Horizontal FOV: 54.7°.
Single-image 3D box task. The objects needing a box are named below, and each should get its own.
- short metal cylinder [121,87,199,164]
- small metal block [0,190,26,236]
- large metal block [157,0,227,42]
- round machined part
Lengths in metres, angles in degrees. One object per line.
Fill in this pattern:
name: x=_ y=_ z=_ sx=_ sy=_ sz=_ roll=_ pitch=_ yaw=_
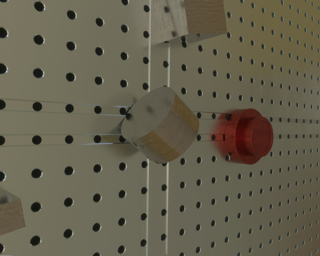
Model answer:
short metal cylinder: x=0.000 y=-0.004 z=0.375 sx=0.050 sy=0.080 sz=0.080 roll=45 pitch=63 yaw=-31
small metal block: x=-0.152 y=0.076 z=0.267 sx=0.050 sy=0.050 sz=0.025 roll=-12 pitch=98 yaw=-40
large metal block: x=0.044 y=-0.167 z=0.432 sx=0.081 sy=0.050 sz=0.079 roll=-15 pitch=100 yaw=-39
round machined part: x=0.160 y=0.015 z=0.535 sx=0.099 sy=0.042 sz=0.097 roll=0 pitch=90 yaw=-40
